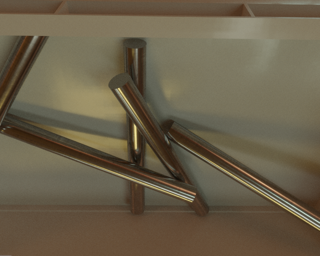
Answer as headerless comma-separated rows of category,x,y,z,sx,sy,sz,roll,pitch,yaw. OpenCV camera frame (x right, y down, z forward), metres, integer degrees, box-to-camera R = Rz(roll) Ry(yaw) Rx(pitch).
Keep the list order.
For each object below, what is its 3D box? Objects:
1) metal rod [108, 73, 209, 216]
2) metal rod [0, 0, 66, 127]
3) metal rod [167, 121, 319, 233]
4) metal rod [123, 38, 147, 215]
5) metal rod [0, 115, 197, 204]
metal rod,0.014,0.045,0.427,0.025,0.025,0.299,-18,134,14
metal rod,-0.192,-0.020,0.360,0.025,0.025,0.299,30,115,-23
metal rod,0.140,0.081,0.415,0.301,0.025,0.025,32,125,-1
metal rod,-0.033,0.023,0.427,0.025,0.025,0.298,2,130,-2
metal rod,-0.092,0.039,0.415,0.302,0.025,0.025,22,127,-8
